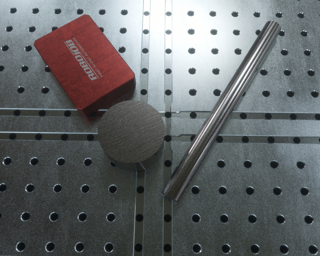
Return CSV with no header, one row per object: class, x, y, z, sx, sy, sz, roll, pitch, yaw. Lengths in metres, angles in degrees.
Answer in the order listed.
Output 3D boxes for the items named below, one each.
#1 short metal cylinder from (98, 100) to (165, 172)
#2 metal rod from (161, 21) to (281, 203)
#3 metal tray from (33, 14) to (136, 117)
short metal cylinder,-0.034,0.011,0.394,0.081,0.050,0.080,0,70,0
metal rod,0.092,-0.034,0.425,0.025,0.025,0.300,31,72,10
metal tray,-0.106,-0.091,0.441,0.090,0.030,0.130,-34,74,-12
